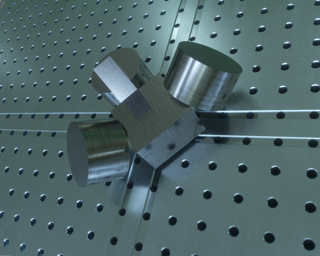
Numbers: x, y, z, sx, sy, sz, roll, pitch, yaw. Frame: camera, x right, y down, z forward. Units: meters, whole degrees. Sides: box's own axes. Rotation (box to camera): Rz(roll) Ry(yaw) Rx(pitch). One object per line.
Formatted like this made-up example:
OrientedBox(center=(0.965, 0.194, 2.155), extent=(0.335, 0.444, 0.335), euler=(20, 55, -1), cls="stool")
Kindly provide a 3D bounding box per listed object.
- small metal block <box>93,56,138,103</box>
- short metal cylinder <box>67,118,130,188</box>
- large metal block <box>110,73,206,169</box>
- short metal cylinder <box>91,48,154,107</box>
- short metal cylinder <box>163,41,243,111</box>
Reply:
OrientedBox(center=(-0.053, -0.061, 0.389), extent=(0.025, 0.050, 0.050), euler=(-39, 7, 4), cls="small metal block")
OrientedBox(center=(-0.078, 0.029, 0.384), extent=(0.080, 0.050, 0.079), euler=(18, 112, 55), cls="short metal cylinder")
OrientedBox(center=(-0.003, -0.010, 0.392), extent=(0.080, 0.050, 0.080), euler=(-39, 51, 2), cls="large metal block")
OrientedBox(center=(-0.054, -0.072, 0.460), extent=(0.080, 0.050, 0.080), euler=(-13, 56, 21), cls="short metal cylinder")
OrientedBox(center=(0.050, -0.063, 0.371), extent=(0.080, 0.081, 0.050), euler=(51, 130, 39), cls="short metal cylinder")
